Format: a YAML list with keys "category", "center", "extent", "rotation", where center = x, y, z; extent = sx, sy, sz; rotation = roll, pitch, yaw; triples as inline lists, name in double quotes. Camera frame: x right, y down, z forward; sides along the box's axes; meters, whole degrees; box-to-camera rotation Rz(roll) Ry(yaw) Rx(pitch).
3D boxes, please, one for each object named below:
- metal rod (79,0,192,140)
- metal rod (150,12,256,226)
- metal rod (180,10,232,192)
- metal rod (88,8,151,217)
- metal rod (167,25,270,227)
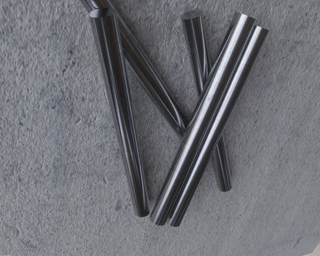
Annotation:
- category: "metal rod"
  center: [-0.007, -0.050, 0.371]
  extent: [0.025, 0.025, 0.300]
  rotation: [-39, 129, -2]
- category: "metal rod"
  center: [0.046, 0.004, 0.400]
  extent: [0.025, 0.025, 0.298]
  rotation: [7, 115, -32]
- category: "metal rod"
  center: [0.073, -0.014, 0.437]
  extent: [0.025, 0.025, 0.299]
  rotation: [-27, 128, -11]
- category: "metal rod"
  center: [-0.039, 0.010, 0.375]
  extent: [0.025, 0.025, 0.298]
  rotation: [-20, 131, -16]
- category: "metal rod"
  center: [0.068, 0.012, 0.417]
  extent: [0.025, 0.025, 0.298]
  rotation: [7, 115, -31]
